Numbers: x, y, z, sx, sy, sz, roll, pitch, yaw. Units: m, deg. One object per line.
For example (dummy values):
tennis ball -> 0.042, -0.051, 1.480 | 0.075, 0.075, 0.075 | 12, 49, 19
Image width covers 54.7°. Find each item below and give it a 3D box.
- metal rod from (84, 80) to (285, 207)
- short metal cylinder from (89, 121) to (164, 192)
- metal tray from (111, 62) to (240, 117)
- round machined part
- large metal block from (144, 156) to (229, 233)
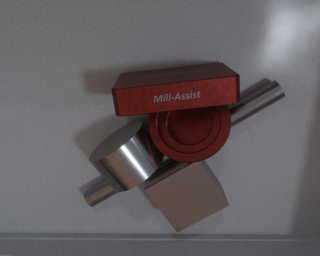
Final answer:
metal rod -> 0.025, 0.026, 0.420 | 0.300, 0.025, 0.025 | -31, 108, 10
short metal cylinder -> -0.042, 0.035, 0.393 | 0.080, 0.080, 0.050 | -32, 107, 10
metal tray -> 0.017, -0.047, 0.357 | 0.131, 0.090, 0.030 | -6, 110, 1
round machined part -> 0.038, -0.006, 0.384 | 0.098, 0.042, 0.097 | -1, 85, 14
large metal block -> 0.035, 0.082, 0.426 | 0.080, 0.050, 0.080 | -31, 108, 10
